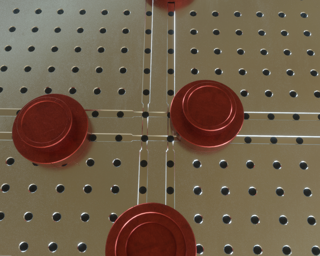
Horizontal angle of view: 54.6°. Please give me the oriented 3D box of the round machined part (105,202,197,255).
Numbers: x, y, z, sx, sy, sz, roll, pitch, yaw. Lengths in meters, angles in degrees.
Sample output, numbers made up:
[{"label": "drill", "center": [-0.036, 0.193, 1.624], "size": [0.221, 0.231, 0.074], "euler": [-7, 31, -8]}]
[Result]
[{"label": "round machined part", "center": [-0.010, 0.137, 0.353], "size": [0.099, 0.042, 0.098], "euler": [0, 70, 0]}]

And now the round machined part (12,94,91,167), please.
[{"label": "round machined part", "center": [-0.143, -0.001, 0.402], "size": [0.099, 0.042, 0.098], "euler": [0, 70, 0]}]

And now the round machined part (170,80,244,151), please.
[{"label": "round machined part", "center": [0.063, -0.021, 0.411], "size": [0.099, 0.042, 0.098], "euler": [0, 70, 0]}]
